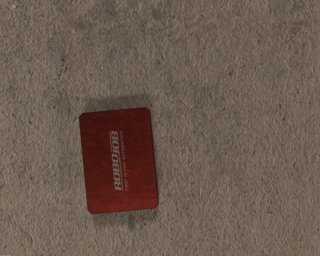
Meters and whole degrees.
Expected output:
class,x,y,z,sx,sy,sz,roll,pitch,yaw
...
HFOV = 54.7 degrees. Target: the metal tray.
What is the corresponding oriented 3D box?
class,x,y,z,sx,sy,sz,roll,pitch,yaw
metal tray,-0.052,0.041,0.407,0.091,0.030,0.129,-5,90,-1
